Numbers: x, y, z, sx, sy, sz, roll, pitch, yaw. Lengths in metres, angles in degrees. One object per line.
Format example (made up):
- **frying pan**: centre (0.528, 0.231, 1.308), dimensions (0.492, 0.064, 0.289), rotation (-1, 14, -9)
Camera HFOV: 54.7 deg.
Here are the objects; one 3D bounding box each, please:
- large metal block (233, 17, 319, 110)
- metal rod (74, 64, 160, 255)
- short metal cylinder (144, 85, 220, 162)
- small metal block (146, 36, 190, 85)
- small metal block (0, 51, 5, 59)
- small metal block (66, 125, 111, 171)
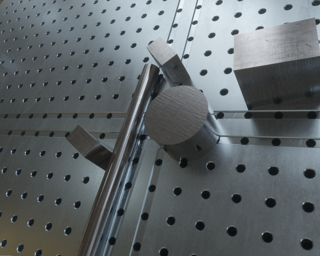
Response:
- **large metal block**: centre (0.131, -0.066, 0.344), dimensions (0.080, 0.080, 0.050), rotation (-6, 59, 25)
- **metal rod**: centre (-0.053, 0.042, 0.408), dimensions (0.025, 0.025, 0.300), rotation (3, 63, 29)
- **short metal cylinder**: centre (0.028, -0.005, 0.380), dimensions (0.080, 0.050, 0.080), rotation (-13, 56, 20)
- **small metal block**: centre (0.012, -0.095, 0.443), dimensions (0.025, 0.050, 0.050), rotation (-37, 51, 3)
- **small metal block**: centre (-0.393, -0.180, 0.704), dimensions (0.050, 0.050, 0.025), rotation (24, 75, 36)
- **small metal block**: centre (-0.092, 0.028, 0.422), dimensions (0.050, 0.050, 0.025), rotation (34, 81, 38)
